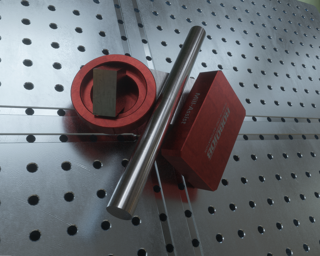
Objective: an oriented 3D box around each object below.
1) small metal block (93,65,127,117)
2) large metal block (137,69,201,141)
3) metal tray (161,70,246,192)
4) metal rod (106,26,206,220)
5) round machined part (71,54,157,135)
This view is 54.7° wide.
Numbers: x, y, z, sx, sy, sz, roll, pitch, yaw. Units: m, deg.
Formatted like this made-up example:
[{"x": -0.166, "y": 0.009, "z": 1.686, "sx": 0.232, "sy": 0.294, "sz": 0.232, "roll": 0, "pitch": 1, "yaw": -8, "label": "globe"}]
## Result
[{"x": -0.057, "y": -0.044, "z": 0.354, "sx": 0.025, "sy": 0.050, "sz": 0.050, "roll": 6, "pitch": 17, "yaw": 4, "label": "small metal block"}, {"x": 0.015, "y": -0.025, "z": 0.417, "sx": 0.081, "sy": 0.050, "sz": 0.080, "roll": 9, "pitch": 58, "yaw": -24, "label": "large metal block"}, {"x": 0.061, "y": 0.003, "z": 0.395, "sx": 0.090, "sy": 0.030, "sz": 0.130, "roll": 48, "pitch": 58, "yaw": -37, "label": "metal tray"}, {"x": 0.010, "y": -0.032, "z": 0.370, "sx": 0.025, "sy": 0.025, "sz": 0.300, "roll": 30, "pitch": 52, "yaw": -9, "label": "metal rod"}, {"x": -0.054, "y": -0.037, "z": 0.375, "sx": 0.099, "sy": 0.042, "sz": 0.098, "roll": 1, "pitch": 67, "yaw": -1, "label": "round machined part"}]
